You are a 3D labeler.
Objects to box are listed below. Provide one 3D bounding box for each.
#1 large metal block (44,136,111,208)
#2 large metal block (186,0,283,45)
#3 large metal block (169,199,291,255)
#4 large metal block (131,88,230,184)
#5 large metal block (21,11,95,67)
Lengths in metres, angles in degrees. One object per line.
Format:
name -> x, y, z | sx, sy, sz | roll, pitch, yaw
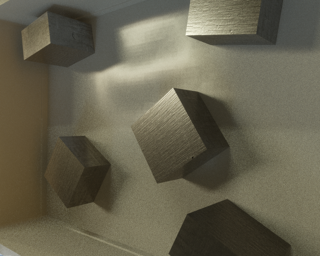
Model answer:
large metal block -> -0.136, 0.068, 0.503 | 0.080, 0.050, 0.079 | 40, 115, 32
large metal block -> 0.079, -0.133, 0.325 | 0.080, 0.050, 0.079 | 13, 98, 39
large metal block -> 0.071, 0.123, 0.313 | 0.080, 0.081, 0.050 | 34, 111, 35
large metal block -> 0.022, 0.010, 0.373 | 0.080, 0.050, 0.080 | -40, 66, 32
large metal block -> -0.167, -0.141, 0.509 | 0.080, 0.081, 0.050 | -13, 82, 39
